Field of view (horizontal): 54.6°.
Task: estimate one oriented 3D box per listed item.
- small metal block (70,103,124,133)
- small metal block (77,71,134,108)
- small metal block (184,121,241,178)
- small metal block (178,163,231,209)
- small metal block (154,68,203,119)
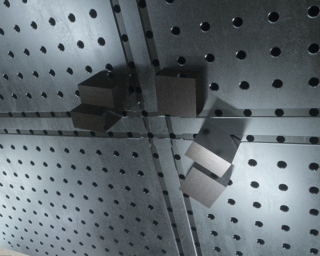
[{"bbox_3d":[-0.086,-0.020,0.429,0.050,0.050,0.025,9,122,23],"label":"small metal block"},{"bbox_3d":[-0.068,-0.051,0.400,0.050,0.050,0.025,10,123,23],"label":"small metal block"},{"bbox_3d":[0.065,0.024,0.376,0.050,0.050,0.025,32,129,7],"label":"small metal block"},{"bbox_3d":[0.061,0.075,0.426,0.050,0.025,0.050,32,129,7],"label":"small metal block"},{"bbox_3d":[0.023,-0.042,0.373,0.050,0.025,0.050,9,123,23],"label":"small metal block"}]
